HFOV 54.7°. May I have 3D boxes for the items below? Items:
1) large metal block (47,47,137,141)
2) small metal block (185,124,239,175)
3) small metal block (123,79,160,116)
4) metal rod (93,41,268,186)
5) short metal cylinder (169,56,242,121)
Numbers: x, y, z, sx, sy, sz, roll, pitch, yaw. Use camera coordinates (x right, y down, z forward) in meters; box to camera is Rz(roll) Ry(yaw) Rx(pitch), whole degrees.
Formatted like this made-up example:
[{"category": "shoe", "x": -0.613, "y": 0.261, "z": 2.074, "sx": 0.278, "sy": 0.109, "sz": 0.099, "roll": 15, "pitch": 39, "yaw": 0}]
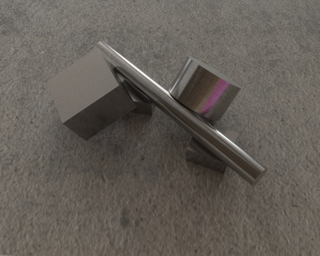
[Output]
[{"category": "large metal block", "x": -0.089, "y": -0.044, "z": 0.403, "sx": 0.080, "sy": 0.050, "sz": 0.080, "roll": -34, "pitch": 55, "yaw": 3}, {"category": "small metal block", "x": 0.065, "y": 0.024, "z": 0.386, "sx": 0.050, "sy": 0.025, "sz": 0.050, "roll": 19, "pitch": 52, "yaw": 15}, {"category": "small metal block", "x": -0.031, "y": -0.047, "z": 0.444, "sx": 0.050, "sy": 0.025, "sz": 0.050, "roll": 10, "pitch": 51, "yaw": 7}, {"category": "metal rod", "x": 0.007, "y": -0.034, "z": 0.401, "sx": 0.025, "sy": 0.025, "sz": 0.300, "roll": -34, "pitch": 58, "yaw": -25}, {"category": "short metal cylinder", "x": 0.059, "y": -0.052, "z": 0.407, "sx": 0.080, "sy": 0.050, "sz": 0.080, "roll": 28, "pitch": 18, "yaw": -10}]
